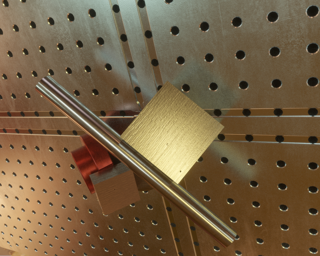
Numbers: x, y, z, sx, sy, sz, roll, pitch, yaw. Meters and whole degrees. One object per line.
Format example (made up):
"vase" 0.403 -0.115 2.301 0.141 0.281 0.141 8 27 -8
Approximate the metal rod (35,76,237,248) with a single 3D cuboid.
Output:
"metal rod" -0.030 0.041 0.382 0.300 0.025 0.025 40 129 1

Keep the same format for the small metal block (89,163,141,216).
"small metal block" -0.058 0.077 0.401 0.025 0.050 0.050 40 146 57

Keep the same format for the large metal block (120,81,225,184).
"large metal block" 0.013 0.006 0.359 0.080 0.050 0.080 39 86 1

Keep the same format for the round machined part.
"round machined part" -0.095 0.056 0.447 0.098 0.042 0.098 54 160 30

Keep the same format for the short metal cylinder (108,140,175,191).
"short metal cylinder" -0.025 0.040 0.428 0.080 0.050 0.079 13 124 21
